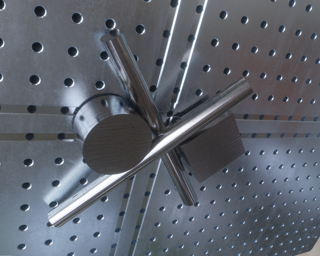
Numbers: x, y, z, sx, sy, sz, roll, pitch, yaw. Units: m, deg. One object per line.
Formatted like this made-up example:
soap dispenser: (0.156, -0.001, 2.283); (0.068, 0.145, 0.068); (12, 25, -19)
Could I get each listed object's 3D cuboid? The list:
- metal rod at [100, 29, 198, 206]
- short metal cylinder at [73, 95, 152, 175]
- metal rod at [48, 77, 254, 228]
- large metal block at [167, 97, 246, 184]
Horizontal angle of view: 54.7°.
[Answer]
metal rod: (0.000, 0.010, 0.412); (0.025, 0.025, 0.299); (-32, 129, -8)
short metal cylinder: (-0.056, 0.008, 0.365); (0.081, 0.050, 0.079); (-14, 124, -21)
metal rod: (-0.016, 0.034, 0.391); (0.300, 0.025, 0.025); (-35, 130, 6)
large metal block: (0.065, 0.018, 0.435); (0.080, 0.050, 0.080); (-33, 129, -7)
